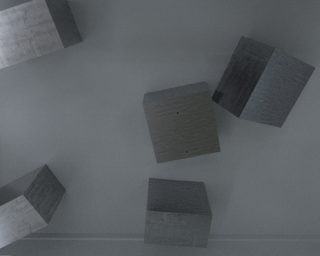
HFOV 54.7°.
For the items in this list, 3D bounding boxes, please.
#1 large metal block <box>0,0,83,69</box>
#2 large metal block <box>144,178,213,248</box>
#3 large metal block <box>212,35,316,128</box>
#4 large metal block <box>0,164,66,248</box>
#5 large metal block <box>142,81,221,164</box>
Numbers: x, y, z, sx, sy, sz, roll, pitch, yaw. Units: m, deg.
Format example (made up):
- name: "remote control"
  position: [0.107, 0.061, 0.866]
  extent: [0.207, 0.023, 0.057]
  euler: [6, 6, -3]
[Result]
- name: "large metal block"
  position: [-0.141, -0.105, 0.341]
  extent: [0.080, 0.080, 0.050]
  euler: [-16, 110, 5]
- name: "large metal block"
  position: [0.022, 0.113, 0.424]
  extent: [0.081, 0.080, 0.050]
  euler: [5, 110, -2]
- name: "large metal block"
  position: [0.120, -0.052, 0.363]
  extent: [0.081, 0.050, 0.079]
  euler: [9, 113, -37]
- name: "large metal block"
  position: [-0.186, 0.103, 0.418]
  extent: [0.080, 0.080, 0.050]
  euler: [-27, 108, 9]
- name: "large metal block"
  position: [0.027, -0.008, 0.395]
  extent: [0.080, 0.050, 0.079]
  euler: [-11, 110, 4]
